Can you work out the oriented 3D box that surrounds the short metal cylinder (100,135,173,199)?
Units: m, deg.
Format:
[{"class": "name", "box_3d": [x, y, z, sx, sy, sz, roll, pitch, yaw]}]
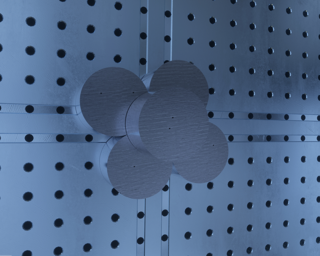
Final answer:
[{"class": "short metal cylinder", "box_3d": [-0.031, 0.044, 0.388, 0.081, 0.050, 0.079, 0, 90, -21]}]

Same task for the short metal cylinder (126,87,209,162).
[{"class": "short metal cylinder", "box_3d": [0.007, -0.004, 0.348, 0.081, 0.050, 0.079, -1, 92, -21]}]

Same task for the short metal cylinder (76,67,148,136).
[{"class": "short metal cylinder", "box_3d": [-0.059, -0.030, 0.377, 0.081, 0.050, 0.079, 0, 90, -21]}]

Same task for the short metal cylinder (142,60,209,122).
[{"class": "short metal cylinder", "box_3d": [0.016, -0.044, 0.406, 0.081, 0.050, 0.079, 0, 90, -21]}]

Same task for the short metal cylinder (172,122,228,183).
[{"class": "short metal cylinder", "box_3d": [0.044, 0.030, 0.416, 0.081, 0.050, 0.079, 0, 90, -21]}]
